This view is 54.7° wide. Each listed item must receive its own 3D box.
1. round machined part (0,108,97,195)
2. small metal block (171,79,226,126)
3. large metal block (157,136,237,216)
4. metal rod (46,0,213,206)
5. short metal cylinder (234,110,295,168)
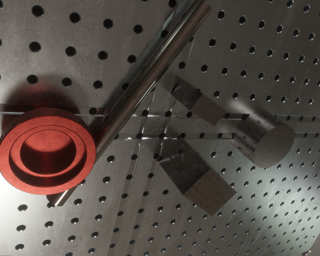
[{"bbox_3d":[-0.123,0.022,0.343,0.099,0.042,0.097,-10,119,-18],"label":"round machined part"},{"bbox_3d":[0.050,-0.033,0.404,0.050,0.050,0.025,28,103,-38],"label":"small metal block"},{"bbox_3d":[0.053,0.070,0.450,0.050,0.080,0.080,-45,130,3],"label":"large metal block"},{"bbox_3d":[-0.042,-0.025,0.373,0.025,0.025,0.299,32,101,-39],"label":"metal rod"},{"bbox_3d":[0.168,0.018,0.501,0.081,0.050,0.079,-14,124,-21],"label":"short metal cylinder"}]
